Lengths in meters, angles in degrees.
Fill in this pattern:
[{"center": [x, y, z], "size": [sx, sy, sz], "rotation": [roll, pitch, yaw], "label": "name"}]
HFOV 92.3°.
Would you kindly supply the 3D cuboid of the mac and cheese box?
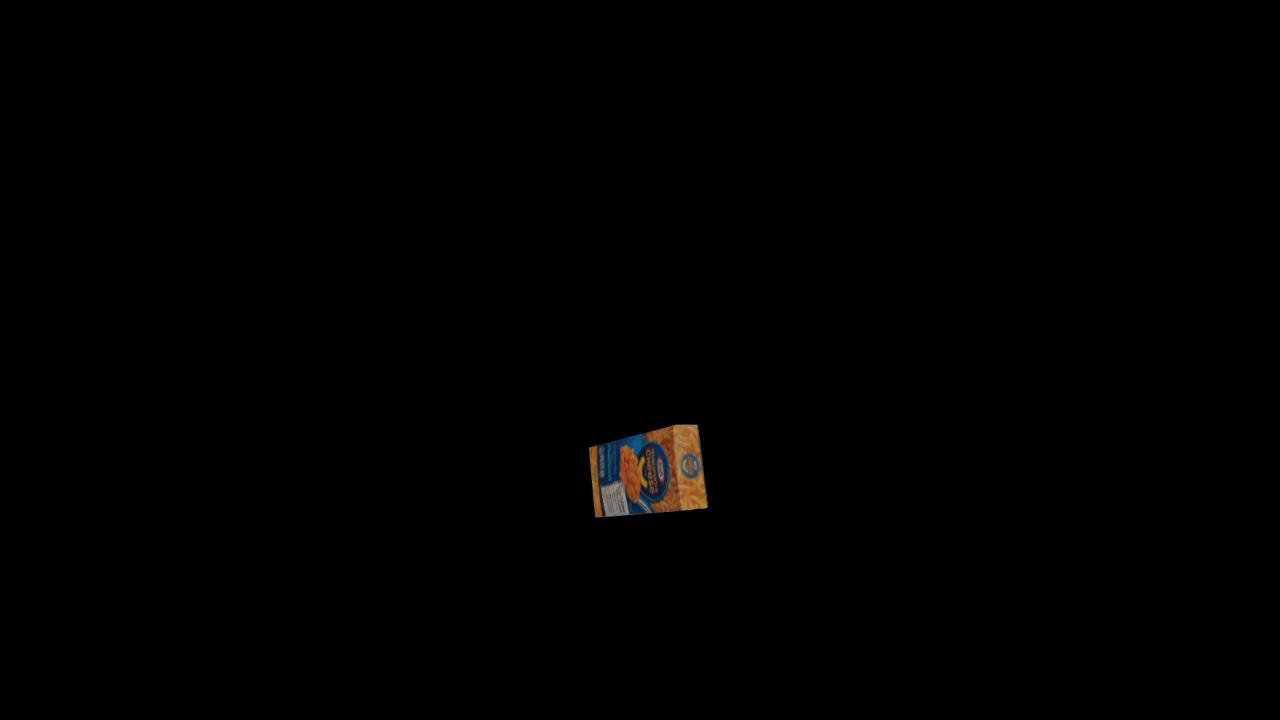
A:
[{"center": [0.003, 0.135, 0.725], "size": [0.041, 0.093, 0.184], "rotation": [5, -18, -34], "label": "mac and cheese box"}]
